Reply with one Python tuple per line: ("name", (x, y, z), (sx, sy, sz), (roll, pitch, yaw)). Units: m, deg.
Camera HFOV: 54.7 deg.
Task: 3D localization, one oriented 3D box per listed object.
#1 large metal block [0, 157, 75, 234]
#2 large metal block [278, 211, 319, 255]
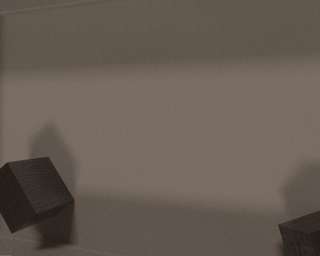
("large metal block", (-0.184, 0.092, 0.444), (0.050, 0.080, 0.080), (-38, 78, 16))
("large metal block", (0.180, 0.130, 0.315), (0.081, 0.050, 0.080), (-13, 85, -14))
